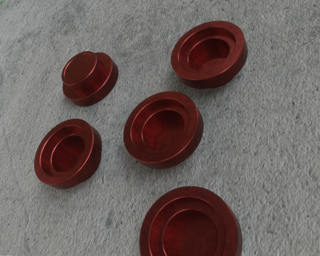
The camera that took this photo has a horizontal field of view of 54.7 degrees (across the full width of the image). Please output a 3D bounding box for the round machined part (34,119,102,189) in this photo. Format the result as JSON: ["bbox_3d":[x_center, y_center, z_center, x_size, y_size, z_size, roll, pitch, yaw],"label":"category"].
[{"bbox_3d":[-0.122,0.039,0.433,0.098,0.042,0.098,-13,56,21],"label":"round machined part"}]

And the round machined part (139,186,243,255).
[{"bbox_3d":[0.033,0.111,0.308,0.098,0.042,0.098,-13,56,21],"label":"round machined part"}]

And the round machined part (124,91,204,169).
[{"bbox_3d":[0.008,0.006,0.385,0.098,0.042,0.098,-13,56,21],"label":"round machined part"}]

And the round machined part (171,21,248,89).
[{"bbox_3d":[0.068,-0.092,0.414,0.098,0.042,0.098,-13,56,21],"label":"round machined part"}]

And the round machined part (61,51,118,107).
[{"bbox_3d":[-0.122,-0.087,0.511,0.098,0.042,0.098,-13,56,21],"label":"round machined part"}]
